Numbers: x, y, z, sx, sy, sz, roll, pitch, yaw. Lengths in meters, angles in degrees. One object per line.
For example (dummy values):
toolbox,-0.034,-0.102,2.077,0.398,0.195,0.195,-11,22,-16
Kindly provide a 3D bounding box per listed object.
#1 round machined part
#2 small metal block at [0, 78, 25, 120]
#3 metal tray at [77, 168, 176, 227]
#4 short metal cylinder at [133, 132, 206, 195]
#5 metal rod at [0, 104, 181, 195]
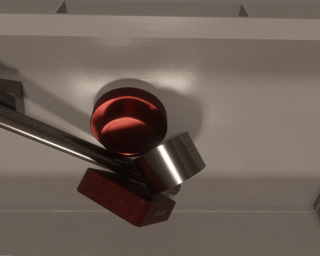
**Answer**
round machined part,-0.040,0.000,0.397,0.099,0.042,0.097,-1,130,0
small metal block,-0.197,-0.033,0.378,0.050,0.025,0.050,8,130,-8
metal tray,-0.038,0.091,0.410,0.090,0.030,0.130,25,175,20
short metal cylinder,0.012,0.045,0.403,0.080,0.080,0.050,-29,87,22
metal rod,-0.092,0.034,0.417,0.301,0.025,0.025,27,125,-29
